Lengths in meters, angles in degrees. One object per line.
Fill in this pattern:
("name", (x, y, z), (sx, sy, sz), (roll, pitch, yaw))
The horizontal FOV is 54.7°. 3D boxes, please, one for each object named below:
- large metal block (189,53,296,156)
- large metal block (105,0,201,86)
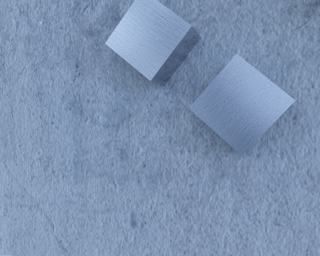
("large metal block", (0.095, -0.026, 0.362), (0.080, 0.050, 0.080), (44, 103, 14))
("large metal block", (-0.008, -0.113, 0.398), (0.080, 0.050, 0.080), (41, 103, 15))
